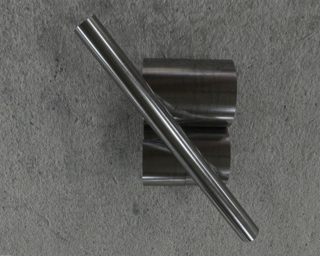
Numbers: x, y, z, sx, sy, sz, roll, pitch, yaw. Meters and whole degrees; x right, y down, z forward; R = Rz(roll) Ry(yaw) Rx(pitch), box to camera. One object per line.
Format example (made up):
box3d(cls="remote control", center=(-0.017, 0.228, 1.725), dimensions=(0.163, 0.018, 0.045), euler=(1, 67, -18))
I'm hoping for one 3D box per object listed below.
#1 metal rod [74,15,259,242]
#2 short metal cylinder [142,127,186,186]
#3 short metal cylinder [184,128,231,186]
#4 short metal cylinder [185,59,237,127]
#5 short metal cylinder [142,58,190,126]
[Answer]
box3d(cls="metal rod", center=(0.019, 0.015, 0.331), dimensions=(0.025, 0.025, 0.300), euler=(-35, 107, 12))
box3d(cls="short metal cylinder", center=(0.005, 0.034, 0.394), dimensions=(0.050, 0.080, 0.079), euler=(1, 110, 0))
box3d(cls="short metal cylinder", center=(0.056, 0.033, 0.395), dimensions=(0.050, 0.080, 0.079), euler=(1, 110, 0))
box3d(cls="short metal cylinder", center=(0.056, -0.041, 0.367), dimensions=(0.050, 0.080, 0.079), euler=(1, 110, 0))
box3d(cls="short metal cylinder", center=(0.006, -0.042, 0.366), dimensions=(0.050, 0.080, 0.079), euler=(1, 110, 0))
